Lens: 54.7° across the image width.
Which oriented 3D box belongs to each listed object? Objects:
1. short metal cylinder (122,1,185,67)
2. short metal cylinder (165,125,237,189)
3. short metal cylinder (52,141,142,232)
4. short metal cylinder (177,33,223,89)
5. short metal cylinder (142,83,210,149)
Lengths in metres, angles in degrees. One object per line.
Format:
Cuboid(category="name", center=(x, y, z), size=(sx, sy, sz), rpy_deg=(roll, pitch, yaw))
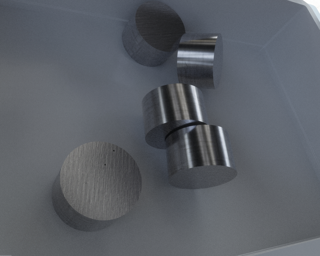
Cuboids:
Cuboid(category="short metal cylinder", center=(-0.010, -0.138, 0.460), size=(0.081, 0.050, 0.080), rpy_deg=(9, 71, -27))
Cuboid(category="short metal cylinder", center=(0.048, 0.037, 0.375), size=(0.081, 0.080, 0.050), rpy_deg=(9, 58, -24))
Cuboid(category="short metal cylinder", center=(-0.065, 0.060, 0.318), size=(0.081, 0.050, 0.080), rpy_deg=(14, 56, -21))
Cuboid(category="short metal cylinder", center=(0.061, -0.098, 0.456), size=(0.050, 0.080, 0.080), rpy_deg=(6, 50, 19))
Cuboid(category="short metal cylinder", center=(0.019, -0.012, 0.390), size=(0.081, 0.080, 0.050), rpy_deg=(7, 59, -25))
